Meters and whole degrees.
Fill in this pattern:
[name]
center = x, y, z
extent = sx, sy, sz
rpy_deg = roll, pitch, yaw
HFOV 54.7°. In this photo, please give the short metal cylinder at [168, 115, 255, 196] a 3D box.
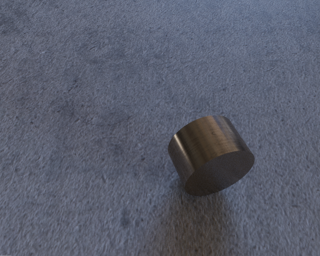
[short metal cylinder]
center = 0.055, 0.032, 0.342
extent = 0.081, 0.080, 0.050
rpy_deg = -15, 52, -13
